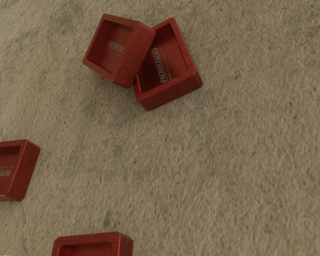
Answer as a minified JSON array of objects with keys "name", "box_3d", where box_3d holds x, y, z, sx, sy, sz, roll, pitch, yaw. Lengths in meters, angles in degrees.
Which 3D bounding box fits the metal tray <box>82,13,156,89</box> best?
[{"name":"metal tray","box_3d":[-0.068,-0.121,0.471,0.130,0.030,0.090,36,102,50]}]

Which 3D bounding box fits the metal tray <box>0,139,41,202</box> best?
[{"name":"metal tray","box_3d":[-0.261,0.068,0.492,0.130,0.030,0.090,-6,59,24]}]

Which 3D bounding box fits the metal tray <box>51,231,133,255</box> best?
[{"name":"metal tray","box_3d":[-0.078,0.182,0.328,0.090,0.030,0.130,-12,56,21]}]

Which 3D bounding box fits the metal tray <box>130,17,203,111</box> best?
[{"name":"metal tray","box_3d":[0.001,-0.097,0.458,0.090,0.030,0.130,-24,53,13]}]
